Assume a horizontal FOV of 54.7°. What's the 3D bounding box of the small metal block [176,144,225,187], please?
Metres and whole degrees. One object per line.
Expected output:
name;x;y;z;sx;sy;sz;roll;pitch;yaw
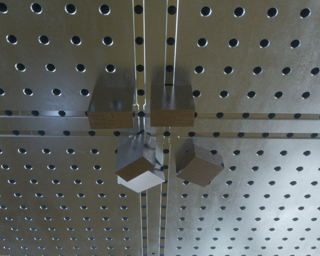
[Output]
small metal block;0.059;0.057;0.461;0.050;0.025;0.050;23;126;-19

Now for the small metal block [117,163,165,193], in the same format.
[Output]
small metal block;-0.028;0.070;0.464;0.050;0.025;0.050;-27;139;21

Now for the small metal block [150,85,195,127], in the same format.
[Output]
small metal block;0.014;-0.027;0.373;0.050;0.050;0.025;0;130;-1

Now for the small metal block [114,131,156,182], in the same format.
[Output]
small metal block;-0.033;0.039;0.428;0.050;0.050;0.025;-31;123;23

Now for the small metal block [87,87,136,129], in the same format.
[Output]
small metal block;-0.056;-0.025;0.373;0.050;0.050;0.025;-1;130;0
